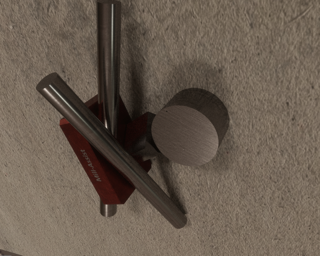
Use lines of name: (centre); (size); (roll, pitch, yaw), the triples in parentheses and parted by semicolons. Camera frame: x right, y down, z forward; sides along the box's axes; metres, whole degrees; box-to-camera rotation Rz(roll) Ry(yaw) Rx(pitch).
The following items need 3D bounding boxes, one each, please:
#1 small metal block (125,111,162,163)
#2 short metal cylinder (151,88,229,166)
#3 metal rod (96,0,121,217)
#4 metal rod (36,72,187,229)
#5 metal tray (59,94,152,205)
small metal block: (-0.021, 0.013, 0.401); (0.025, 0.050, 0.050); (21, 149, -32)
short metal cylinder: (0.037, -0.001, 0.369); (0.080, 0.050, 0.079); (13, 124, 20)
metal rod: (-0.065, -0.001, 0.390); (0.025, 0.025, 0.298); (17, 123, 18)
metal rod: (-0.039, 0.050, 0.388); (0.025, 0.025, 0.300); (-8, 136, 31)
metal tray: (-0.066, 0.025, 0.412); (0.030, 0.090, 0.129); (-11, 113, 32)
